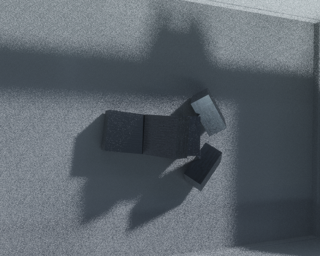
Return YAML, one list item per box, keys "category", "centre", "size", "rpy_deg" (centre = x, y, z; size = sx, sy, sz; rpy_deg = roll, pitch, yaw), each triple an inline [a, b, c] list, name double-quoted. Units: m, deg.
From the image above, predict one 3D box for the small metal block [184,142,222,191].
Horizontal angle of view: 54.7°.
- category: "small metal block"
  centre: [0.058, 0.053, 0.416]
  size: [0.025, 0.050, 0.050]
  rpy_deg: [32, 76, 18]

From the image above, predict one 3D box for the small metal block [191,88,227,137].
- category: "small metal block"
  centre: [0.066, -0.023, 0.418]
  size: [0.025, 0.050, 0.050]
  rpy_deg: [-28, 102, 15]

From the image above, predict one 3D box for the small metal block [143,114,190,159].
- category: "small metal block"
  centre: [0.007, 0.010, 0.380]
  size: [0.025, 0.050, 0.050]
  rpy_deg: [1, 93, -52]

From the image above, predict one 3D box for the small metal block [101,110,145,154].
- category: "small metal block"
  centre: [-0.045, 0.005, 0.392]
  size: [0.050, 0.025, 0.050]
  rpy_deg: [7, 88, -20]

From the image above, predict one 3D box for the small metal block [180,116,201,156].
- category: "small metal block"
  centre: [0.030, 0.010, 0.408]
  size: [0.025, 0.050, 0.050]
  rpy_deg: [1, 90, -20]
